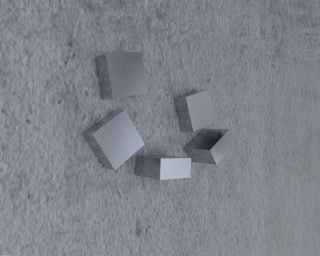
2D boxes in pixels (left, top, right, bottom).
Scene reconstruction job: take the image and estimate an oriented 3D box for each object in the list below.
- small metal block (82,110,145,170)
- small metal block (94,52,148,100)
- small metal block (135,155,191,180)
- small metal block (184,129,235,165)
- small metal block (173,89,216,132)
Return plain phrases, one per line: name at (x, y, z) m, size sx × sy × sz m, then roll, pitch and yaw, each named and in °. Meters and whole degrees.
small metal block at (-0.053, 0.013, 0.362) m, size 0.050 × 0.025 × 0.050 m, roll -41°, pitch 115°, yaw -32°
small metal block at (-0.045, -0.062, 0.368) m, size 0.050 × 0.025 × 0.050 m, roll -15°, pitch 100°, yaw -39°
small metal block at (0.003, 0.049, 0.394) m, size 0.050 × 0.050 × 0.025 m, roll 3°, pitch 88°, yaw -40°
small metal block at (0.072, 0.026, 0.451) m, size 0.050 × 0.050 × 0.025 m, roll -41°, pitch 116°, yaw -32°
small metal block at (0.051, -0.026, 0.450) m, size 0.050 × 0.025 × 0.050 m, roll -22°, pitch 104°, yaw -38°
